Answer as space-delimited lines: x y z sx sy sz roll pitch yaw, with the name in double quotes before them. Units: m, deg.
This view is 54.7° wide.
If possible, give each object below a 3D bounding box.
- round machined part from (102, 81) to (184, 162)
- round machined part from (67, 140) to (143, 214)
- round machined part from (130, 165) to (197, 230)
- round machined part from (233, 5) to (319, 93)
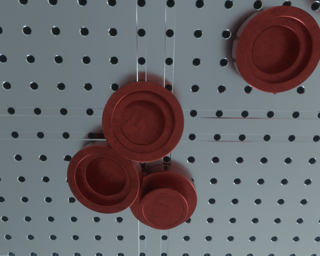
"round machined part" -0.023 -0.007 0.388 0.099 0.042 0.097 1 85 -11
"round machined part" -0.071 0.062 0.420 0.098 0.042 0.097 3 107 10
"round machined part" 0.004 0.105 0.443 0.099 0.042 0.097 0 110 -1
"round machined part" 0.136 -0.094 0.372 0.099 0.042 0.097 0 110 -1
